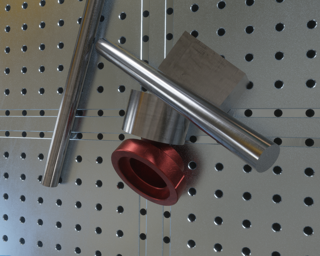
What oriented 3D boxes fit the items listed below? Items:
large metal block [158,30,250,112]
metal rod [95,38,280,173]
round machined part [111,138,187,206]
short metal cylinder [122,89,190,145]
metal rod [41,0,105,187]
[{"bbox_3d":[0.055,-0.060,0.363,0.080,0.080,0.050,40,102,15],"label":"large metal block"},{"bbox_3d":[0.000,-0.047,0.335,0.300,0.025,0.025,41,105,45],"label":"metal rod"},{"bbox_3d":[-0.009,0.049,0.388,0.098,0.097,0.042,28,55,17],"label":"round machined part"},{"bbox_3d":[-0.002,-0.014,0.383,0.080,0.080,0.050,16,96,19],"label":"short metal cylinder"},{"bbox_3d":[-0.127,-0.058,0.455,0.025,0.025,0.298,18,96,19],"label":"metal rod"}]
